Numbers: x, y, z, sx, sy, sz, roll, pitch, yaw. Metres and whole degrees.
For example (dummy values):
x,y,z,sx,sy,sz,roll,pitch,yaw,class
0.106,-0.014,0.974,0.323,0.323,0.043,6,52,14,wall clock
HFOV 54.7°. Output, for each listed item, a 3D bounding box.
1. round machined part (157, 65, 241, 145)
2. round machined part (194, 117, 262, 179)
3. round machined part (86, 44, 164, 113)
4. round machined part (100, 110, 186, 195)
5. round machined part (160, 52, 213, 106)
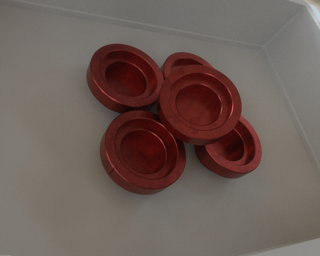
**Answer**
x,y,z,sx,sy,sz,roll,pitch,yaw,class
0.045,-0.025,0.379,0.099,0.042,0.098,3,68,-8,round machined part
0.087,0.024,0.427,0.099,0.042,0.098,14,56,-21,round machined part
-0.047,-0.058,0.404,0.099,0.042,0.098,14,56,-21,round machined part
-0.023,0.031,0.363,0.099,0.042,0.098,14,56,-21,round machined part
0.041,-0.059,0.453,0.099,0.042,0.098,14,56,-21,round machined part
